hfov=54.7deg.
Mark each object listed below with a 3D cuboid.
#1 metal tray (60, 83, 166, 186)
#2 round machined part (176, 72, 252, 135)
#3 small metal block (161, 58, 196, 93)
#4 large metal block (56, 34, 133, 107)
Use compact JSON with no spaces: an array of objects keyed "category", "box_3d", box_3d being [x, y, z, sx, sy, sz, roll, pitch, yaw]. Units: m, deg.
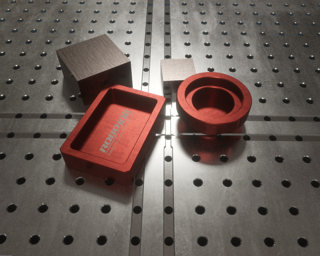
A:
[{"category":"metal tray","box_3d":[-0.055,0.002,0.401,0.090,0.030,0.130,16,52,12]},{"category":"round machined part","box_3d":[0.071,-0.029,0.422,0.099,0.042,0.098,0,50,0]},{"category":"small metal block","box_3d":[0.028,-0.081,0.476,0.050,0.025,0.050,-3,50,-3]},{"category":"large metal block","box_3d":[-0.097,-0.088,0.464,0.081,0.050,0.080,-26,55,-21]}]
